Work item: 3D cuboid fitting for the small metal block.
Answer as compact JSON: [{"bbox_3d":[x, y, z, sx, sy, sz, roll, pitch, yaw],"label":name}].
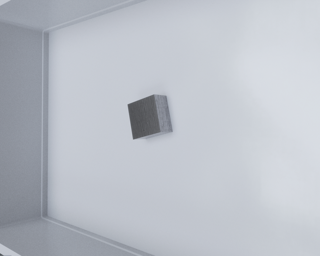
[{"bbox_3d":[-0.014,-0.014,0.420,0.050,0.025,0.050,-16,80,39],"label":"small metal block"}]
